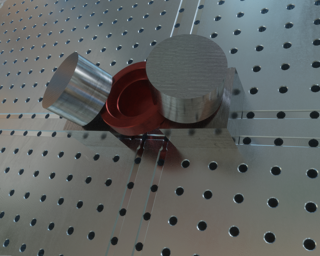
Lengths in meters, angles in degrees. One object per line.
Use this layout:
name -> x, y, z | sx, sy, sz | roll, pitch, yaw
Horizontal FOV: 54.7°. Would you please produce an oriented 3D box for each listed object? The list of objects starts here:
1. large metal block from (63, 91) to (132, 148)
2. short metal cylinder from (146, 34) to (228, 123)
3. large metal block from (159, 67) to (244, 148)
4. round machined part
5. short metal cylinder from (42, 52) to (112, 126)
large metal block -> -0.079, -0.020, 0.446 | 0.080, 0.050, 0.080 | 1, 62, 28
short metal cylinder -> 0.028, -0.052, 0.328 | 0.080, 0.050, 0.080 | -2, 63, 4
large metal block -> 0.053, -0.023, 0.378 | 0.080, 0.050, 0.080 | -1, 61, 28
round machined part -> -0.024, -0.033, 0.393 | 0.098, 0.042, 0.098 | -13, 56, 21
short metal cylinder -> -0.106, -0.049, 0.397 | 0.080, 0.050, 0.080 | -31, 43, 34
